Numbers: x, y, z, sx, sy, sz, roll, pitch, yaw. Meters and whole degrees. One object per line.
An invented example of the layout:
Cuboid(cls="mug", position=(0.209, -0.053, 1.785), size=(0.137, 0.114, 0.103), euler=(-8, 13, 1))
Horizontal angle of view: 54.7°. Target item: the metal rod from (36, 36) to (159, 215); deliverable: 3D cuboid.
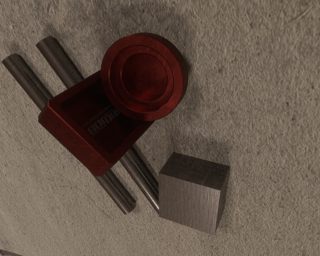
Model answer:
Cuboid(cls="metal rod", position=(-0.074, 0.005, 0.446), size=(0.025, 0.025, 0.299), euler=(-24, 106, 36))

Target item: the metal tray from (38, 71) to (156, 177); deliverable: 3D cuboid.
Cuboid(cls="metal tray", position=(-0.060, -0.017, 0.359), size=(0.090, 0.131, 0.030), euler=(45, 129, -3))

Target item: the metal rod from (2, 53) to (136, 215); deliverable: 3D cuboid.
Cuboid(cls="metal rod", position=(-0.136, 0.016, 0.485), size=(0.025, 0.025, 0.299), euler=(-28, 104, 37))

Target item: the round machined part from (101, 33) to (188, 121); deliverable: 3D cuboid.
Cuboid(cls="round machined part", position=(-0.015, -0.060, 0.359), size=(0.098, 0.042, 0.097), euler=(7, 115, 17))

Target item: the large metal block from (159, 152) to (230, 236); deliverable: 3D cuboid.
Cuboid(cls="large metal block", position=(0.045, 0.088, 0.420), size=(0.080, 0.050, 0.079), euler=(13, 124, 20))
